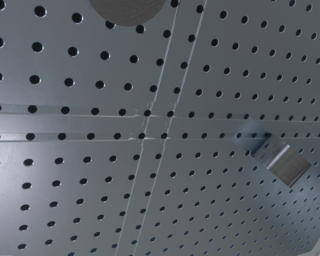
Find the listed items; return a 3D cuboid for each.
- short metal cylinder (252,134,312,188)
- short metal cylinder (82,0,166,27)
[{"bbox_3d":[0.203,0.055,0.520,0.080,0.080,0.050,35,99,-39],"label":"short metal cylinder"},{"bbox_3d":[-0.037,-0.141,0.288,0.081,0.050,0.079,-14,124,-21],"label":"short metal cylinder"}]
